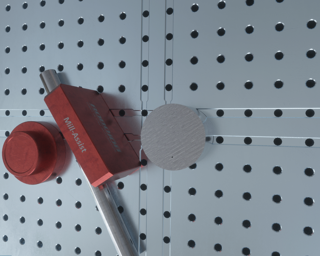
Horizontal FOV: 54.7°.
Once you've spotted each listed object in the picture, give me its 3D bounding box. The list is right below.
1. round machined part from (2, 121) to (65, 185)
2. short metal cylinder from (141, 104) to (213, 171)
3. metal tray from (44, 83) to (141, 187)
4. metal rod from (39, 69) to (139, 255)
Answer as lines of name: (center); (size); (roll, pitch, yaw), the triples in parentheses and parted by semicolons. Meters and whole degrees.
round machined part: (-0.198, 0.038, 0.472); (0.098, 0.042, 0.097); (0, 90, 19)
short metal cylinder: (0.023, 0.011, 0.391); (0.080, 0.050, 0.079); (0, 90, 19)
metal tray: (-0.084, 0.007, 0.406); (0.030, 0.090, 0.130); (-35, 79, 16)
metal rod: (-0.105, 0.050, 0.448); (0.025, 0.025, 0.299); (-29, 81, 17)
